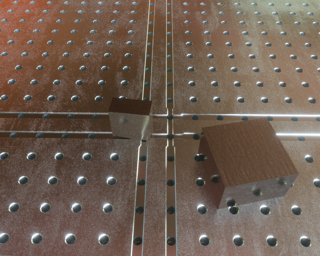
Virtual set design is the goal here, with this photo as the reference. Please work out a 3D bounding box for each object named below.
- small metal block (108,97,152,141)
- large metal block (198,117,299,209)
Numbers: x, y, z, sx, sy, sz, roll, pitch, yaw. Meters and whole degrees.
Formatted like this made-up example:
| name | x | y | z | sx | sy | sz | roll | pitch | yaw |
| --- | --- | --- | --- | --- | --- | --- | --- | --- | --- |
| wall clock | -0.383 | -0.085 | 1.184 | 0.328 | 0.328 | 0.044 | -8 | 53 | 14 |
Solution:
| name | x | y | z | sx | sy | sz | roll | pitch | yaw |
| --- | --- | --- | --- | --- | --- | --- | --- | --- | --- |
| small metal block | -0.036 | -0.011 | 0.400 | 0.050 | 0.050 | 0.025 | 6 | 51 | 4 |
| large metal block | 0.097 | 0.039 | 0.359 | 0.081 | 0.050 | 0.080 | -9 | 51 | -8 |
